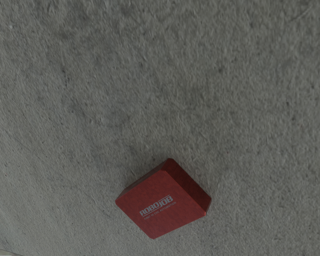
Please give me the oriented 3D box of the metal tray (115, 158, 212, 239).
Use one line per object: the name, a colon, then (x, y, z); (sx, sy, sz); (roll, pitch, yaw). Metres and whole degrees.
metal tray: (0.001, 0.111, 0.470); (0.090, 0.030, 0.129); (46, 129, -5)
